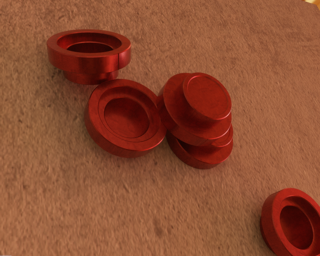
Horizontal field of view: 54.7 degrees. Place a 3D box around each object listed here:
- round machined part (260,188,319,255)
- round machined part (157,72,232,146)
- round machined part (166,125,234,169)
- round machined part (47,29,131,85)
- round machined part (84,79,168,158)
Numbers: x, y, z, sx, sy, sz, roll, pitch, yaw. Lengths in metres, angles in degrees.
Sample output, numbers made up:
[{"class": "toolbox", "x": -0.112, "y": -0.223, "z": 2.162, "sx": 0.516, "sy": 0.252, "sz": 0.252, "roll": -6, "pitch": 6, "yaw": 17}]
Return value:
[{"class": "round machined part", "x": 0.172, "y": 0.132, "z": 0.408, "sx": 0.099, "sy": 0.042, "sz": 0.098, "roll": 14, "pitch": 56, "yaw": -21}, {"class": "round machined part", "x": 0.049, "y": -0.030, "z": 0.386, "sx": 0.099, "sy": 0.042, "sz": 0.098, "roll": 14, "pitch": 56, "yaw": -21}, {"class": "round machined part", "x": 0.061, "y": 0.004, "z": 0.425, "sx": 0.099, "sy": 0.042, "sz": 0.098, "roll": 14, "pitch": 56, "yaw": -21}, {"class": "round machined part", "x": -0.085, "y": -0.086, "z": 0.382, "sx": 0.099, "sy": 0.042, "sz": 0.098, "roll": 4, "pitch": 34, "yaw": -2}, {"class": "round machined part", "x": -0.043, "y": -0.008, "z": 0.376, "sx": 0.099, "sy": 0.042, "sz": 0.098, "roll": 14, "pitch": 56, "yaw": -21}]
